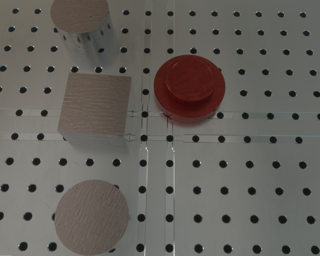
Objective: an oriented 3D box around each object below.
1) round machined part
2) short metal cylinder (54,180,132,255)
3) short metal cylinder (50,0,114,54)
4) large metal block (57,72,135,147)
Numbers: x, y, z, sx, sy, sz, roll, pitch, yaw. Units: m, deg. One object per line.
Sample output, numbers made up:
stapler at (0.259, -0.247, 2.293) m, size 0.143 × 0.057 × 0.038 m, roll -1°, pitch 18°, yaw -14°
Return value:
round machined part at (0.041, -0.060, 0.425) m, size 0.099 × 0.042 × 0.098 m, roll 0°, pitch 70°, yaw 0°
short metal cylinder at (-0.074, 0.104, 0.360) m, size 0.081 × 0.050 × 0.080 m, roll 0°, pitch 70°, yaw 0°
short metal cylinder at (-0.112, -0.156, 0.455) m, size 0.081 × 0.050 × 0.080 m, roll 0°, pitch 70°, yaw 0°
large metal block at (-0.080, -0.023, 0.406) m, size 0.080 × 0.050 × 0.080 m, roll 4°, pitch 70°, yaw 1°
